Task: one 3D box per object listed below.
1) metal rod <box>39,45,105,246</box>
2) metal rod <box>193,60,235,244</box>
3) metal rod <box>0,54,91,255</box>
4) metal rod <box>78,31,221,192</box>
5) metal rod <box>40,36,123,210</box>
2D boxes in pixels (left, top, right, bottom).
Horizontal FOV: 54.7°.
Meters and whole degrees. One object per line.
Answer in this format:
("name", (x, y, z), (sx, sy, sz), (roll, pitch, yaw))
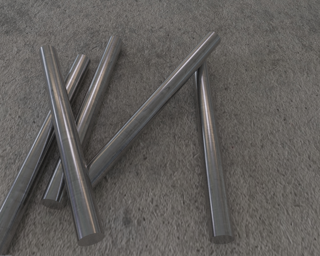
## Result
("metal rod", (-0.115, -0.006, 0.373), (0.025, 0.025, 0.300), (-16, 52, -13))
("metal rod", (0.062, -0.003, 0.405), (0.025, 0.025, 0.300), (0, 50, 0))
("metal rod", (-0.142, 0.007, 0.396), (0.025, 0.025, 0.300), (6, 50, 5))
("metal rod", (-0.003, -0.035, 0.413), (0.025, 0.025, 0.301), (29, 61, 22))
("metal rod", (-0.095, -0.032, 0.428), (0.025, 0.025, 0.300), (6, 50, 5))
